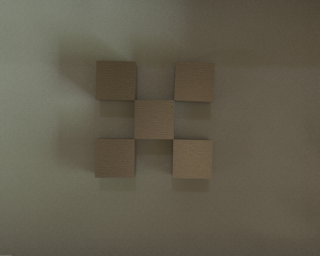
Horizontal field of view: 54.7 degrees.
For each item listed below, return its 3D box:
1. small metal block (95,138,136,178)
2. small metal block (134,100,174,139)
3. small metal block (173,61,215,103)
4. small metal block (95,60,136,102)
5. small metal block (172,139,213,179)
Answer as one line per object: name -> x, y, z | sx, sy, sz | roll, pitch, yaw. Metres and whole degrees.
small metal block -> -0.058, 0.039, 0.409 | 0.050, 0.025, 0.050 | 1, 90, 0
small metal block -> -0.007, -0.011, 0.409 | 0.050, 0.025, 0.050 | 1, 90, 0
small metal block -> 0.044, -0.059, 0.409 | 0.050, 0.025, 0.050 | 2, 90, 0
small metal block -> -0.057, -0.061, 0.409 | 0.050, 0.025, 0.050 | 2, 90, 0
small metal block -> 0.042, 0.040, 0.409 | 0.050, 0.025, 0.050 | 1, 90, 0
